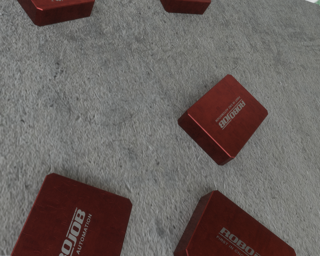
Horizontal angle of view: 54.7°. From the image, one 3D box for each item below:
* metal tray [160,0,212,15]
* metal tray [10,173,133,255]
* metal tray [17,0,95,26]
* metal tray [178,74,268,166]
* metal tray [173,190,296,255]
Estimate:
[{"bbox_3d":[0.030,-0.275,0.583,0.091,0.030,0.130,-10,67,-33],"label":"metal tray"},{"bbox_3d":[-0.085,0.116,0.283,0.090,0.030,0.130,23,53,-14],"label":"metal tray"},{"bbox_3d":[-0.165,-0.209,0.438,0.091,0.030,0.130,-30,78,-38],"label":"metal tray"},{"bbox_3d":[0.098,-0.017,0.463,0.090,0.030,0.131,46,51,4],"label":"metal tray"},{"bbox_3d":[0.091,0.147,0.360,0.130,0.030,0.090,38,51,-3],"label":"metal tray"}]
